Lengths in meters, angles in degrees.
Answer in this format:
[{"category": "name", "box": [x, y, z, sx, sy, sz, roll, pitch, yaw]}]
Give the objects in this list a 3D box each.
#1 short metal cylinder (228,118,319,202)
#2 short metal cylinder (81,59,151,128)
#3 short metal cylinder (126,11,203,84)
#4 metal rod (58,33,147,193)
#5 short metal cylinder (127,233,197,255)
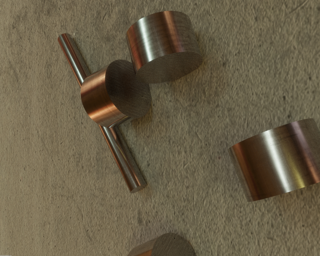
[{"category": "short metal cylinder", "box": [0.109, 0.030, 0.280, 0.080, 0.081, 0.050, -29, 72, 36]}, {"category": "short metal cylinder", "box": [-0.058, -0.045, 0.417, 0.050, 0.081, 0.080, -19, 78, 38]}, {"category": "short metal cylinder", "box": [0.004, -0.092, 0.365, 0.080, 0.081, 0.050, -24, 75, 37]}, {"category": "metal rod", "box": [-0.098, -0.036, 0.486, 0.025, 0.025, 0.299, -44, 64, 31]}, {"category": "short metal cylinder", "box": [0.004, 0.172, 0.366, 0.050, 0.081, 0.080, -37, 68, 34]}]
